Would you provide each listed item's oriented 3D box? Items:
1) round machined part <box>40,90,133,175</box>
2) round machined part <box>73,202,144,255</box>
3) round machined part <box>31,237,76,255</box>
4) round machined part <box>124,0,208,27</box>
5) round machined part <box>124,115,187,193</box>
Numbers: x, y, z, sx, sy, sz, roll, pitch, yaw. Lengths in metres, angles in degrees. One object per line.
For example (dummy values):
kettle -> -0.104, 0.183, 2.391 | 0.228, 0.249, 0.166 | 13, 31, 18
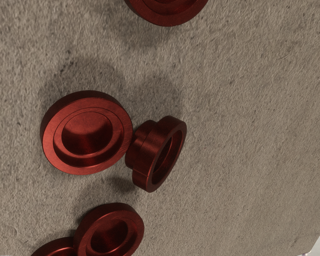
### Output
round machined part -> -0.084, 0.002, 0.351 | 0.099, 0.042, 0.097 | -13, 124, -20
round machined part -> -0.075, 0.148, 0.442 | 0.099, 0.042, 0.097 | -14, 118, -28
round machined part -> -0.140, 0.210, 0.450 | 0.099, 0.042, 0.097 | -14, 125, -21
round machined part -> 0.004, -0.154, 0.304 | 0.099, 0.042, 0.097 | -14, 125, -21
round machined part -> -0.008, 0.028, 0.390 | 0.098, 0.042, 0.097 | -52, 158, -31
